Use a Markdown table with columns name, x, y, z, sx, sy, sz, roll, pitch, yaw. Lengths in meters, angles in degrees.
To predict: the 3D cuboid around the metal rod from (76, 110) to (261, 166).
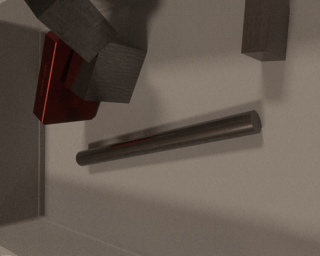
| name | x | y | z | sx | sy | sz | roll | pitch | yaw |
| --- | --- | --- | --- | --- | --- | --- | --- | --- | --- |
| metal rod | -0.014 | 0.022 | 0.415 | 0.300 | 0.025 | 0.025 | -14 | 81 | 38 |

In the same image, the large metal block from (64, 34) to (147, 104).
| name | x | y | z | sx | sy | sz | roll | pitch | yaw |
| --- | --- | --- | --- | --- | --- | --- | --- | --- | --- |
| large metal block | -0.075 | -0.083 | 0.430 | 0.050 | 0.081 | 0.079 | 33 | 110 | 34 |

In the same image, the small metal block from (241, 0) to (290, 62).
| name | x | y | z | sx | sy | sz | roll | pitch | yaw |
| --- | --- | --- | --- | --- | --- | --- | --- | --- | --- |
| small metal block | 0.104 | -0.095 | 0.304 | 0.025 | 0.050 | 0.050 | 6 | 94 | 39 |

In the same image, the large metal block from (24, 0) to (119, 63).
| name | x | y | z | sx | sy | sz | roll | pitch | yaw |
| --- | --- | --- | --- | --- | --- | --- | --- | --- | --- |
| large metal block | -0.106 | -0.135 | 0.357 | 0.050 | 0.080 | 0.080 | -43 | 56 | 4 |

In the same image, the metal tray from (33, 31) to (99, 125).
| name | x | y | z | sx | sy | sz | roll | pitch | yaw |
| --- | --- | --- | --- | --- | --- | --- | --- | --- | --- |
| metal tray | -0.129 | -0.071 | 0.456 | 0.030 | 0.091 | 0.129 | 38 | 121 | 33 |
